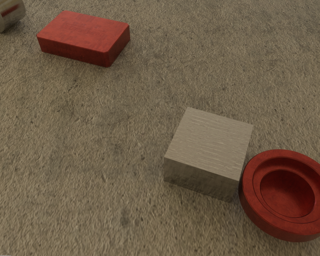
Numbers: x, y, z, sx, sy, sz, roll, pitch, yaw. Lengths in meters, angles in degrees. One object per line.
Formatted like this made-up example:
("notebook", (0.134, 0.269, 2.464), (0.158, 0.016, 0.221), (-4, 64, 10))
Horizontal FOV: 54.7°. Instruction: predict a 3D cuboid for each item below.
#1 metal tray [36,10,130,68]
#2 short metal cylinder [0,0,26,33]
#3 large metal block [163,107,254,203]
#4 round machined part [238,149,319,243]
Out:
("metal tray", (-0.128, -0.155, 0.528), (0.131, 0.030, 0.090), (16, 52, 12))
("short metal cylinder", (-0.288, -0.217, 0.546), (0.080, 0.080, 0.050), (22, 54, 17))
("large metal block", (0.056, 0.030, 0.363), (0.080, 0.050, 0.080), (17, 52, 13))
("round machined part", (0.133, 0.074, 0.332), (0.099, 0.042, 0.098), (0, 50, 0))
